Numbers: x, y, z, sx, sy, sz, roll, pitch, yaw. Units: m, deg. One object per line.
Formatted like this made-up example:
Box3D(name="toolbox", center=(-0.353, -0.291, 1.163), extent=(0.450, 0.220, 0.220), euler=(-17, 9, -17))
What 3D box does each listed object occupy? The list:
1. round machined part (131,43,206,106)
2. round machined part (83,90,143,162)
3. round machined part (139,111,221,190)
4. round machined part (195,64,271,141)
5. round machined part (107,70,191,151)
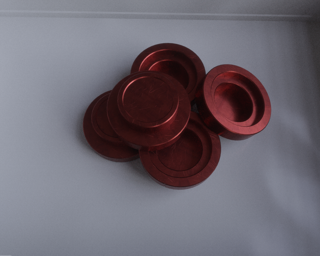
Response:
Box3D(name="round machined part", center=(0.011, -0.063, 0.422), extent=(0.099, 0.042, 0.098), euler=(0, 70, -1))
Box3D(name="round machined part", center=(-0.050, -0.008, 0.399), extent=(0.099, 0.042, 0.098), euler=(0, 70, -1))
Box3D(name="round machined part", center=(0.024, 0.029, 0.388), extent=(0.099, 0.042, 0.098), euler=(0, 70, -1))
Box3D(name="round machined part", center=(0.089, -0.030, 0.399), extent=(0.099, 0.042, 0.098), euler=(8, 66, -19))
Box3D(name="round machined part", center=(-0.013, -0.026, 0.362), extent=(0.099, 0.042, 0.098), euler=(0, 70, -1))
